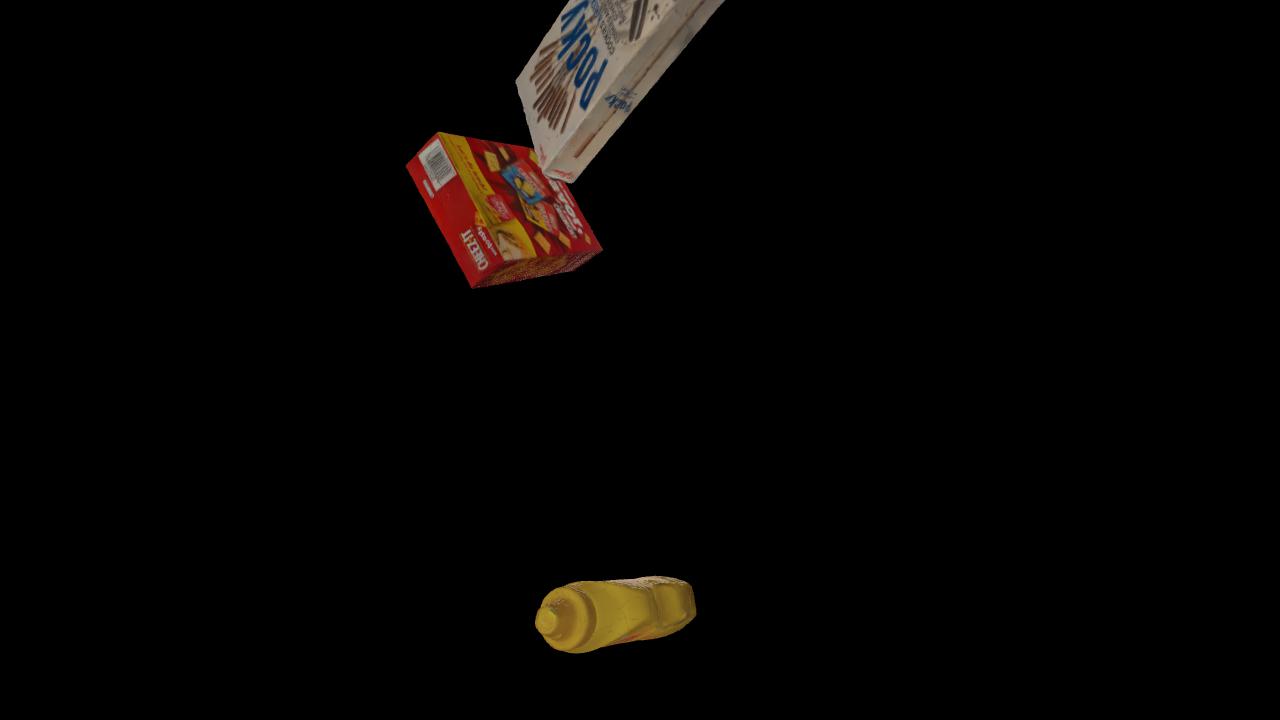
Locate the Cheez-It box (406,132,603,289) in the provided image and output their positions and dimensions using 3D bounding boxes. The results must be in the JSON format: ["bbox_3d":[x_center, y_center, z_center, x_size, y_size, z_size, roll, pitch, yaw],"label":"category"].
[{"bbox_3d":[-0.159,-0.188,0.777,0.071,0.166,0.223,-29,-1,29],"label":"Cheez-It box"}]

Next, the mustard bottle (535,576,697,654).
[{"bbox_3d":[-0.026,0.203,0.495,0.092,0.054,0.184,-13,-22,22],"label":"mustard bottle"}]

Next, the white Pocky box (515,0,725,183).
[{"bbox_3d":[-0.016,-0.184,0.352,0.028,0.084,0.154,5,-32,-42],"label":"white Pocky box"}]
